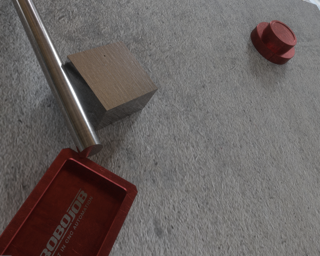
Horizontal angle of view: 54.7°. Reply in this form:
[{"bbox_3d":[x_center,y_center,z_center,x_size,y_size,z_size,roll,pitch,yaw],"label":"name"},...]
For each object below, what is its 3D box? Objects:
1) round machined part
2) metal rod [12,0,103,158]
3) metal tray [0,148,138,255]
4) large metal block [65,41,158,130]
[{"bbox_3d":[0.240,-0.182,0.637,0.099,0.042,0.098,14,56,-21],"label":"round machined part"},{"bbox_3d":[-0.139,-0.097,0.370,0.025,0.025,0.299,-14,64,-34],"label":"metal rod"},{"bbox_3d":[-0.088,0.094,0.296,0.090,0.030,0.130,32,51,-8],"label":"metal tray"},{"bbox_3d":[-0.064,-0.054,0.387,0.081,0.050,0.080,-29,78,-38],"label":"large metal block"}]
